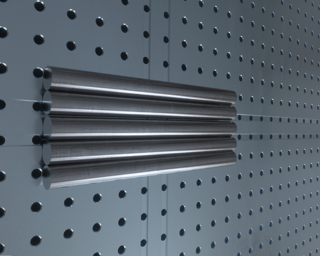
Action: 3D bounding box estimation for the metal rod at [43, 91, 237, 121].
[{"bbox_3d":[0.001,-0.025,0.412,0.302,0.025,0.025,0,90,-40],"label":"metal rod"}]

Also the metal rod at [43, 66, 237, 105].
[{"bbox_3d":[0.001,-0.050,0.412,0.302,0.025,0.025,0,90,-40],"label":"metal rod"}]

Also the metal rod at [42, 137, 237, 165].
[{"bbox_3d":[0.001,0.026,0.411,0.302,0.025,0.025,0,90,-40],"label":"metal rod"}]

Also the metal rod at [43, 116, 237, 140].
[{"bbox_3d":[0.001,0.001,0.412,0.302,0.025,0.025,0,90,-40],"label":"metal rod"}]

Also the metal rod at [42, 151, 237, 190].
[{"bbox_3d":[0.000,0.050,0.411,0.302,0.025,0.025,0,90,-40],"label":"metal rod"}]
